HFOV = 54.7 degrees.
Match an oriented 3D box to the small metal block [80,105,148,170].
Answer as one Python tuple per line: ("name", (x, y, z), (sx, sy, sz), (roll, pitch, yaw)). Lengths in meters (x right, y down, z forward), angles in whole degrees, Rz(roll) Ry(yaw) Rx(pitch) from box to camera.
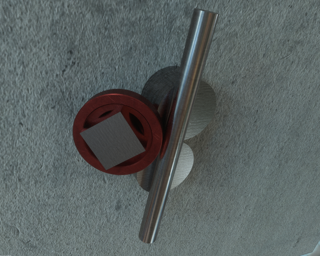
("small metal block", (-0.049, 0.010, 0.335), (0.050, 0.025, 0.050), (-27, 108, 13))

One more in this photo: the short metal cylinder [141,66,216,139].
("short metal cylinder", (0.022, -0.031, 0.385), (0.081, 0.050, 0.079), (-14, 124, -21))

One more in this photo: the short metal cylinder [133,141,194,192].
("short metal cylinder", (-0.002, 0.039, 0.415), (0.081, 0.050, 0.079), (-14, 123, -21))

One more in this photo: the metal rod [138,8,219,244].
("metal rod", (0.014, 0.018, 0.363), (0.025, 0.025, 0.298), (-1, 119, -28))

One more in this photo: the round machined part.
("round machined part", (-0.046, 0.002, 0.357), (0.099, 0.042, 0.097), (1, 112, 2))
